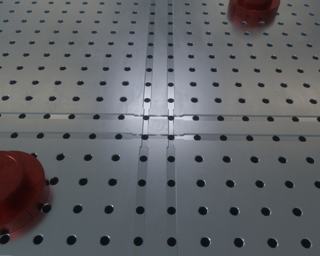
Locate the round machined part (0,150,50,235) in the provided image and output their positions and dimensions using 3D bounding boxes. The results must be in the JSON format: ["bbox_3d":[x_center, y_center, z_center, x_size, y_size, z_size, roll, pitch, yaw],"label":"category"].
[{"bbox_3d":[-0.178,0.064,0.342,0.099,0.042,0.098,0,50,0],"label":"round machined part"}]

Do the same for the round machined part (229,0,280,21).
[{"bbox_3d":[0.189,-0.258,0.615,0.099,0.042,0.098,0,50,0],"label":"round machined part"}]
